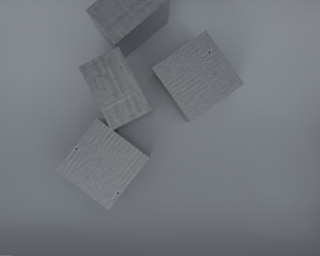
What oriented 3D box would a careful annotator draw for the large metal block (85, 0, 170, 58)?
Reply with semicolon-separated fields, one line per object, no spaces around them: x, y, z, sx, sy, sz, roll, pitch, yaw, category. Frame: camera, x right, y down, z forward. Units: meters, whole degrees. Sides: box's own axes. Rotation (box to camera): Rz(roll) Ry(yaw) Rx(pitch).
-0.036;-0.138;0.383;0.080;0.080;0.050;-40;91;0;large metal block

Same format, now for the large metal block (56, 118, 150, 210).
-0.069;0.043;0.398;0.080;0.050;0.080;38;90;-1;large metal block

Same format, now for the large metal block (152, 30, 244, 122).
0.046;-0.063;0.400;0.080;0.050;0.080;-35;90;0;large metal block

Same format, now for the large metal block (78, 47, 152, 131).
-0.050;-0.044;0.383;0.050;0.080;0.080;-27;90;0;large metal block
